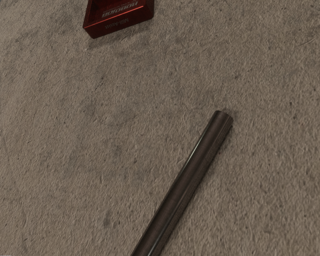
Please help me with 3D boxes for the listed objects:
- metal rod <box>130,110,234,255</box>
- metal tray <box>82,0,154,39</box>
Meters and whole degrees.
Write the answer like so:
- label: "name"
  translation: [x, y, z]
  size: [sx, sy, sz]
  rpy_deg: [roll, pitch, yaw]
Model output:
- label: "metal rod"
  translation: [-0.001, 0.109, 0.335]
  size: [0.025, 0.025, 0.300]
  rpy_deg: [22, 73, 36]
- label: "metal tray"
  translation: [-0.076, -0.225, 0.576]
  size: [0.130, 0.030, 0.090]
  rpy_deg: [-12, 57, 21]
